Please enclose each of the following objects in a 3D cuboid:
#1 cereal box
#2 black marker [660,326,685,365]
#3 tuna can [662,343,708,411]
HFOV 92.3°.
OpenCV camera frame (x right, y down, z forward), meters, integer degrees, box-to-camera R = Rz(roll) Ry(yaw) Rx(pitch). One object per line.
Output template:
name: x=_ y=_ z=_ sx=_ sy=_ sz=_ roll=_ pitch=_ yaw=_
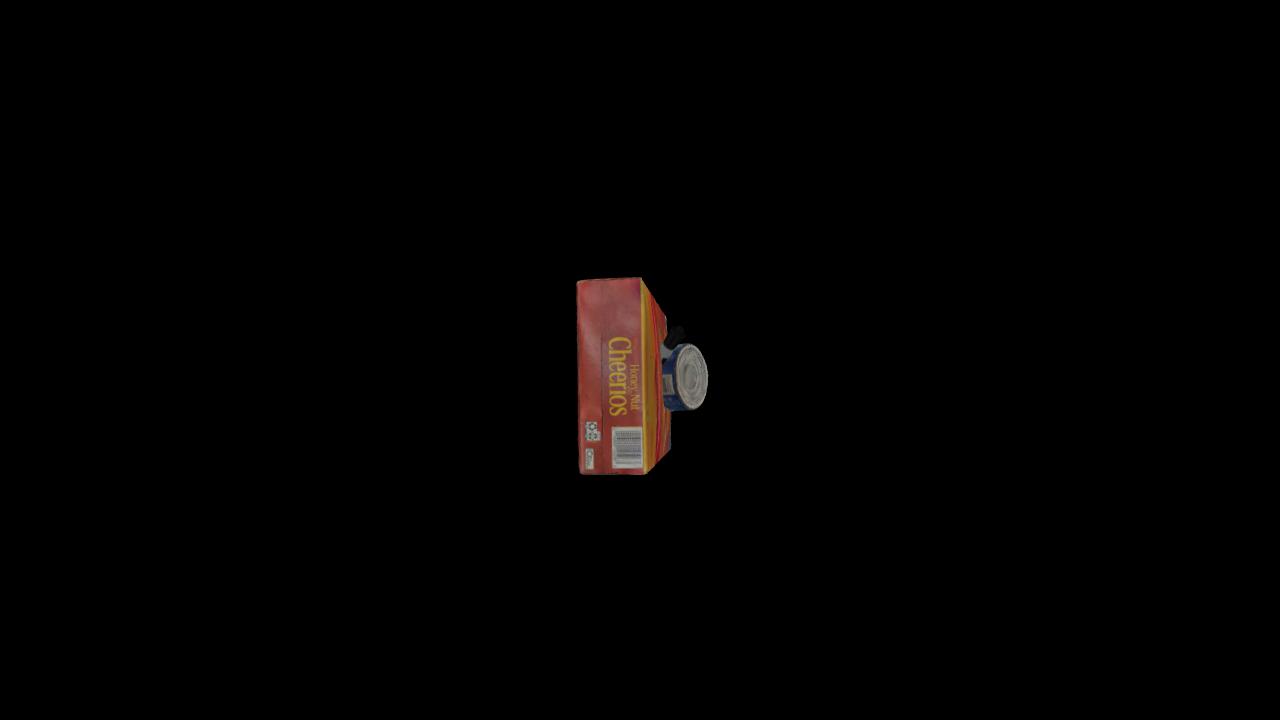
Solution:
cereal box: x=-0.009 y=0.025 z=0.765 sx=0.081 sy=0.203 sz=0.306 roll=-2 pitch=-4 yaw=8
black marker: x=0.019 y=0.005 z=0.743 sx=0.020 sy=0.020 sz=0.121 roll=0 pitch=-43 yaw=-40
tuna can: x=0.051 y=0.021 z=0.762 sx=0.034 sy=0.084 sz=0.084 roll=-5 pitch=-3 yaw=34
